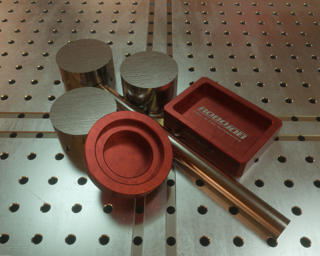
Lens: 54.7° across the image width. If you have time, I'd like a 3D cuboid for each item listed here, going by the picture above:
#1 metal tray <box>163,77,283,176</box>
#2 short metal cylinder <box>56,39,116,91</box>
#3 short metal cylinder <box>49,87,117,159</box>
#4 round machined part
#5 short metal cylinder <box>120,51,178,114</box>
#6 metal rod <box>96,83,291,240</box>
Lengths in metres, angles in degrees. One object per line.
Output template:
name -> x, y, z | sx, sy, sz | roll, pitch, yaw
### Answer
metal tray -> 0.080, -0.008, 0.410 | 0.130, 0.030, 0.090 | 36, 59, 26
short metal cylinder -> -0.109, -0.090, 0.466 | 0.080, 0.050, 0.080 | 0, 50, 0
short metal cylinder -> -0.093, -0.007, 0.396 | 0.080, 0.050, 0.080 | 0, 50, 0
round machined part -> -0.038, 0.032, 0.355 | 0.099, 0.042, 0.098 | 8, 64, -16
short metal cylinder -> -0.015, -0.066, 0.446 | 0.080, 0.050, 0.080 | 0, 50, 0
metal rod -> 0.020, 0.025, 0.387 | 0.300, 0.025, 0.025 | 37, 59, 27
